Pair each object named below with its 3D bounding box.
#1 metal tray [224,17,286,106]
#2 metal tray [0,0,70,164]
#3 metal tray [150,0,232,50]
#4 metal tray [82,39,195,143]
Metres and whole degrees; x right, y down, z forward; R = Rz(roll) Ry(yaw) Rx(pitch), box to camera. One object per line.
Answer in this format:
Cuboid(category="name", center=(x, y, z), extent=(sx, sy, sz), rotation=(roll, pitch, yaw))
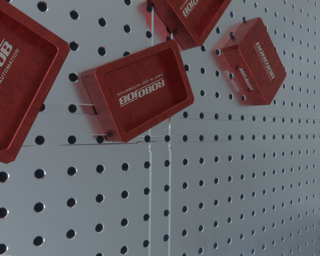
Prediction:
Cuboid(category="metal tray", center=(0.172, -0.115, 0.548), extent=(0.130, 0.030, 0.090), rotation=(52, 60, -27))
Cuboid(category="metal tray", center=(-0.150, -0.044, 0.278), extent=(0.090, 0.030, 0.130), rotation=(32, 70, -35))
Cuboid(category="metal tray", center=(0.052, -0.190, 0.447), extent=(0.090, 0.030, 0.130), rotation=(47, 62, -30))
Cuboid(category="metal tray", center=(-0.020, -0.049, 0.387), extent=(0.131, 0.030, 0.090), rotation=(-31, 109, -35))
